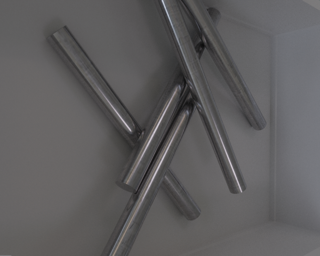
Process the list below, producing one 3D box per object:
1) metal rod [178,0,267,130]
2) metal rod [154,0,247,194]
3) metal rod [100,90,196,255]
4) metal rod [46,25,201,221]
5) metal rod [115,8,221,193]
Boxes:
[{"bbox_3d":[0.101,-0.088,0.459,0.300,0.025,0.025,46,62,-41],"label":"metal rod"},{"bbox_3d":[0.053,-0.044,0.396,0.025,0.025,0.299,-36,111,-34],"label":"metal rod"},{"bbox_3d":[-0.007,0.055,0.360,0.025,0.025,0.300,48,53,-30],"label":"metal rod"},{"bbox_3d":[-0.029,0.012,0.381,0.025,0.025,0.299,-50,119,-28],"label":"metal rod"},{"bbox_3d":[0.022,-0.055,0.403,0.025,0.025,0.300,45,56,-31],"label":"metal rod"}]
